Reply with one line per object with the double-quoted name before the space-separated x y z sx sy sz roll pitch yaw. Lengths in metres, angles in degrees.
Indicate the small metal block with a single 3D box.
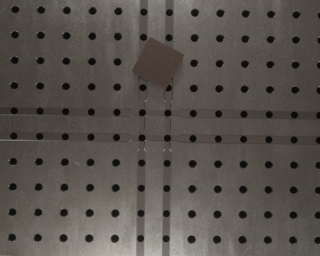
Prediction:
"small metal block" -0.002 -0.085 0.413 0.050 0.025 0.050 28 90 -1
